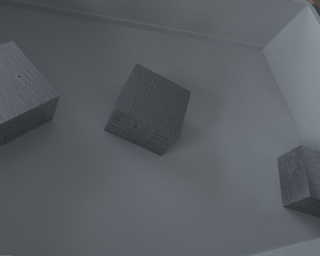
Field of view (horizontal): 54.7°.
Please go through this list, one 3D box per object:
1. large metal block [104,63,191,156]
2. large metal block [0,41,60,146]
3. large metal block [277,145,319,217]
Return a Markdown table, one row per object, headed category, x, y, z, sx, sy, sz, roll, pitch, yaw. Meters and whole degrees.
| category | x | y | z | sx | sy | sz | roll | pitch | yaw |
| --- | --- | --- | --- | --- | --- | --- | --- | --- | --- |
| large metal block | -0.014 | -0.023 | 0.396 | 0.080 | 0.050 | 0.080 | 26 | 53 | -12 |
| large metal block | -0.166 | -0.033 | 0.320 | 0.080 | 0.050 | 0.081 | 49 | 51 | 6 |
| large metal block | 0.229 | 0.082 | 0.463 | 0.080 | 0.050 | 0.080 | 19 | 54 | -17 |
